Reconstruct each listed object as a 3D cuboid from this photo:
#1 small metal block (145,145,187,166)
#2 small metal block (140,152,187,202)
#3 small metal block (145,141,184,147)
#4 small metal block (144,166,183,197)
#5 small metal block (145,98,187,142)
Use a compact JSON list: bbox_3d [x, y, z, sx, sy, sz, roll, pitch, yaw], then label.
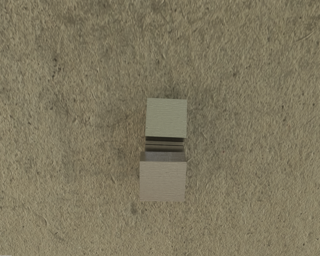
[{"bbox_3d":[0.005,0.043,0.386,0.050,0.050,0.025,2,110,-1],"label":"small metal block"},{"bbox_3d":[0.003,0.055,0.351,0.050,0.025,0.050,1,110,-1],"label":"small metal block"},{"bbox_3d":[0.005,0.029,0.423,0.050,0.025,0.050,2,110,-2],"label":"small metal block"},{"bbox_3d":[0.004,0.074,0.425,0.050,0.025,0.050,2,151,-1],"label":"small metal block"},{"bbox_3d":[0.008,-0.010,0.395,0.050,0.025,0.050,3,74,-1],"label":"small metal block"}]
